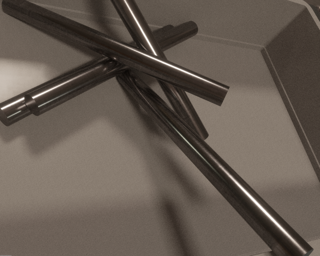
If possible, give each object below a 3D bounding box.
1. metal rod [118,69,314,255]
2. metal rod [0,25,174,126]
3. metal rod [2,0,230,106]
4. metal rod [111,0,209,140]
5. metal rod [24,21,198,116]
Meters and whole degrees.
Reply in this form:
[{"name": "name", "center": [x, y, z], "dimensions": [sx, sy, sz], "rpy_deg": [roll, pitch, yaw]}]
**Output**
[{"name": "metal rod", "center": [0.032, 0.016, 0.336], "dimensions": [0.025, 0.025, 0.300], "rpy_deg": [-11, 42, -33]}, {"name": "metal rod", "center": [-0.074, -0.086, 0.419], "dimensions": [0.025, 0.025, 0.302], "rpy_deg": [48, 51, 5]}, {"name": "metal rod", "center": [-0.060, -0.098, 0.378], "dimensions": [0.301, 0.025, 0.025], "rpy_deg": [25, 51, 9]}, {"name": "metal rod", "center": [-0.017, -0.107, 0.386], "dimensions": [0.025, 0.025, 0.299], "rpy_deg": [-47, 113, -39]}, {"name": "metal rod", "center": [-0.040, -0.094, 0.417], "dimensions": [0.025, 0.025, 0.302], "rpy_deg": [48, 50, 5]}]
